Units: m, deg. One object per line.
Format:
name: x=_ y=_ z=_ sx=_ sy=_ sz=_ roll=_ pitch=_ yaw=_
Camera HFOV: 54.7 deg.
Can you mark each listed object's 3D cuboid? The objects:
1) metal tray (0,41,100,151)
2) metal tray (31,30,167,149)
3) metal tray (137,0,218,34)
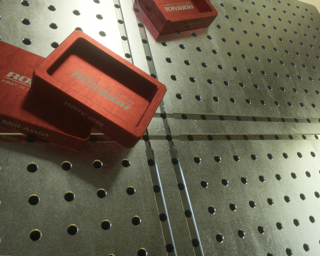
metal tray: x=-0.137 y=-0.036 z=0.354 sx=0.131 sy=0.030 sz=0.090 roll=20 pitch=54 yaw=-17
metal tray: x=-0.066 y=-0.046 z=0.359 sx=0.130 sy=0.030 sz=0.090 roll=32 pitch=51 yaw=-8
metal tray: x=0.033 y=-0.221 z=0.559 sx=0.131 sy=0.030 sz=0.090 roll=-23 pitch=74 yaw=-37
